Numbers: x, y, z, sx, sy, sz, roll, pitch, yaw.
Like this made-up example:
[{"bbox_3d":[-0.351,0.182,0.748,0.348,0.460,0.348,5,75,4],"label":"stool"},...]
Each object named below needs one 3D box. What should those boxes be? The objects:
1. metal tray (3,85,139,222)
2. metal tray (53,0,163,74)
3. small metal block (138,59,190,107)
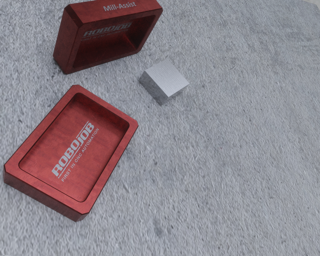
[{"bbox_3d":[-0.090,0.022,0.338,0.090,0.030,0.130,32,51,-8],"label":"metal tray"},{"bbox_3d":[-0.066,-0.124,0.402,0.131,0.090,0.030,-28,78,-38],"label":"metal tray"},{"bbox_3d":[0.006,-0.066,0.449,0.050,0.025,0.050,49,51,6],"label":"small metal block"}]
